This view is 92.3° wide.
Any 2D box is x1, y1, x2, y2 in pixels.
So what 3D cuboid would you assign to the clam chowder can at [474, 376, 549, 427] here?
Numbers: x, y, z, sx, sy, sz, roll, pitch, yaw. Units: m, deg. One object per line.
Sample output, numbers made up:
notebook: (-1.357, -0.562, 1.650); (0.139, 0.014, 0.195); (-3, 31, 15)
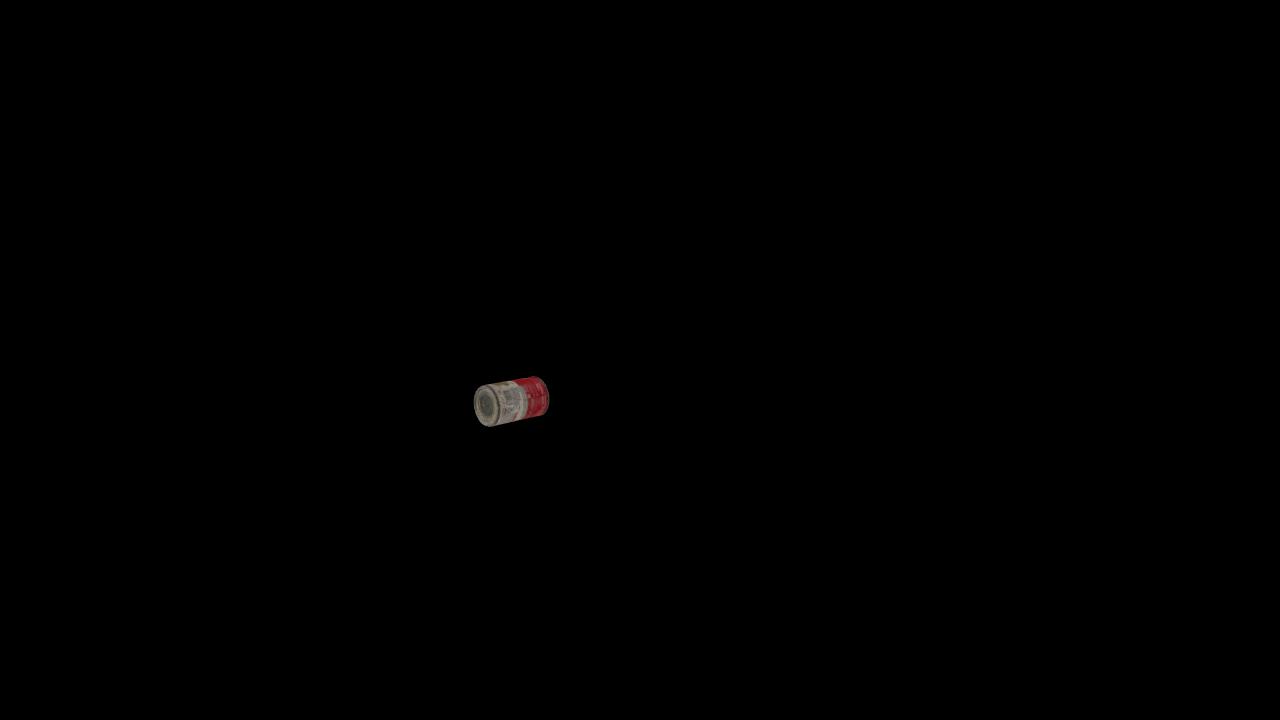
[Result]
clam chowder can: (-0.206, 0.066, 0.990); (0.068, 0.068, 0.102); (0, 7, 41)
